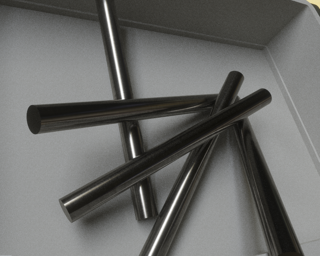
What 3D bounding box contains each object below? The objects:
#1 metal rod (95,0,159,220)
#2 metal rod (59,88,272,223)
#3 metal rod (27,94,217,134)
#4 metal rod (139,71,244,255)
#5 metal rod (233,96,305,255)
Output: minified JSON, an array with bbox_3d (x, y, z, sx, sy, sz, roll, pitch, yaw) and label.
[{"bbox_3d":[-0.045,-0.042,0.379,0.025,0.025,0.299,-3,72,-30],"label":"metal rod"},{"bbox_3d":[0.029,0.016,0.360,0.302,0.025,0.025,-27,77,-30],"label":"metal rod"},{"bbox_3d":[-0.006,-0.024,0.371,0.302,0.025,0.025,-10,66,-48],"label":"metal rod"},{"bbox_3d":[0.051,0.033,0.390,0.025,0.025,0.301,34,58,-6],"label":"metal rod"},{"bbox_3d":[0.107,0.030,0.365,0.025,0.025,0.300,28,27,-11],"label":"metal rod"}]
